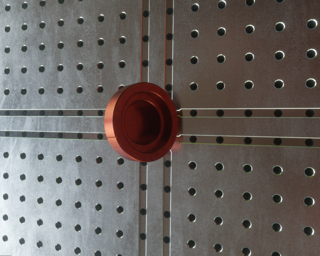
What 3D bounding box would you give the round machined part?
[{"bbox_3d":[-0.027,-0.007,0.392,0.042,0.099,0.097,-3,89,51],"label":"round machined part"}]
